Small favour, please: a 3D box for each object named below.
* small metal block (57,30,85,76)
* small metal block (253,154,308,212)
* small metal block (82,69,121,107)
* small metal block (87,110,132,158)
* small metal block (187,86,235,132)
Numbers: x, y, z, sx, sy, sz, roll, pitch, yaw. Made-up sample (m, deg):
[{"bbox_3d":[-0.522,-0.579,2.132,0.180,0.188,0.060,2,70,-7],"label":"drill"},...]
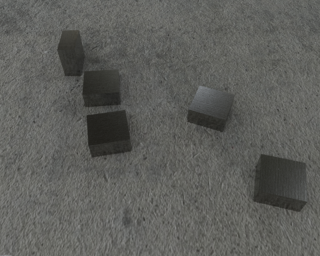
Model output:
[{"bbox_3d":[-0.137,-0.117,0.484,0.025,0.050,0.050,-2,50,-2],"label":"small metal block"},{"bbox_3d":[0.136,0.062,0.352,0.050,0.025,0.050,12,51,9],"label":"small metal block"},{"bbox_3d":[-0.084,-0.059,0.452,0.050,0.025,0.050,-4,50,-4],"label":"small metal block"},{"bbox_3d":[-0.065,0.007,0.397,0.050,0.025,0.050,-9,51,-7],"label":"small metal block"},{"bbox_3d":[0.070,-0.027,0.426,0.050,0.025,0.050,17,52,14],"label":"small metal block"}]
